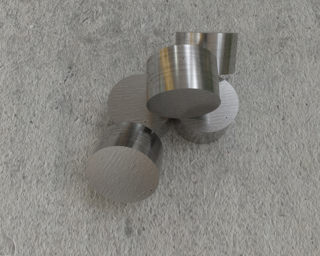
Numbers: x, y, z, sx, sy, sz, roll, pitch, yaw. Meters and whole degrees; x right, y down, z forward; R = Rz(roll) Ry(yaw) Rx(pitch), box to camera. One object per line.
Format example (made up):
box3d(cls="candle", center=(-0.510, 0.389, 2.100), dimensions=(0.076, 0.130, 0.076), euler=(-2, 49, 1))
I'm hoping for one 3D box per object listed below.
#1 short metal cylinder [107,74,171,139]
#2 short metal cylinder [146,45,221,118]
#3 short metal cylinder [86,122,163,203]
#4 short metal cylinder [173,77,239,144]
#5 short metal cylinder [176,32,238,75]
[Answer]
box3d(cls="short metal cylinder", center=(-0.024, -0.023, 0.403), dimensions=(0.081, 0.050, 0.080), euler=(0, 70, 0))
box3d(cls="short metal cylinder", center=(0.025, -0.048, 0.345), dimensions=(0.081, 0.080, 0.050), euler=(-1, 70, -1))
box3d(cls="short metal cylinder", center=(-0.038, 0.040, 0.358), dimensions=(0.080, 0.079, 0.050), euler=(7, 31, 2))
box3d(cls="short metal cylinder", center=(0.057, -0.024, 0.405), dimensions=(0.081, 0.050, 0.080), euler=(0, 70, 0))
box3d(cls="short metal cylinder", center=(0.061, -0.101, 0.410), dimensions=(0.081, 0.080, 0.050), euler=(1, 108, 0))
